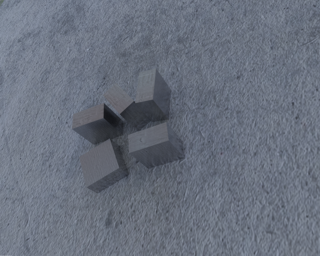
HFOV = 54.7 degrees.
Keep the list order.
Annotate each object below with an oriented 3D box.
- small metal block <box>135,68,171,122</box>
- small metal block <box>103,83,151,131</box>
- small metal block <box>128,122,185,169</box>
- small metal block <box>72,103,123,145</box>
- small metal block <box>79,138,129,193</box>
[{"bbox_3d":[-0.008,-0.043,0.418,0.025,0.050,0.050,-9,58,23],"label":"small metal block"},{"bbox_3d":[-0.045,-0.028,0.429,0.025,0.050,0.050,-43,51,-1],"label":"small metal block"},{"bbox_3d":[-0.004,0.023,0.376,0.050,0.050,0.025,-19,55,17],"label":"small metal block"},{"bbox_3d":[-0.087,-0.005,0.436,0.050,0.050,0.025,-18,55,18],"label":"small metal block"},{"bbox_3d":[-0.075,0.050,0.412,0.050,0.025,0.050,-31,52,8],"label":"small metal block"}]
